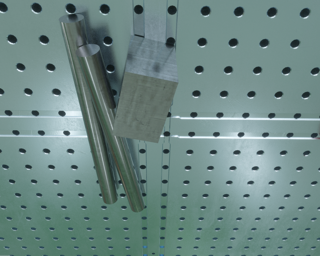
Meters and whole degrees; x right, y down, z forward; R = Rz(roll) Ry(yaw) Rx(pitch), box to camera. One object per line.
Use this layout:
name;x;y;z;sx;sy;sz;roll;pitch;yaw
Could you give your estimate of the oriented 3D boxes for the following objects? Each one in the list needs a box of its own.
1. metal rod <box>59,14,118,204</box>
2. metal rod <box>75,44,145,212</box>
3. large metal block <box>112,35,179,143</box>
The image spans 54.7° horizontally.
metal rod;-0.086;0.002;0.411;0.025;0.025;0.298;-2;130;1
metal rod;-0.056;0.026;0.419;0.025;0.025;0.298;-6;134;4
large metal block;-0.017;-0.043;0.339;0.050;0.080;0.079;11;129;-9
